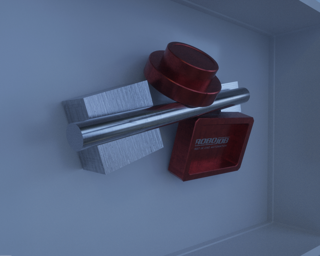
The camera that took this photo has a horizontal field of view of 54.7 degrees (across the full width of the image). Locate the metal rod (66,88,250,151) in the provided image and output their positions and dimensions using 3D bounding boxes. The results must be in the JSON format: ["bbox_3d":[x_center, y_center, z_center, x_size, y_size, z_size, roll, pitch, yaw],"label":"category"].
[{"bbox_3d":[0.028,-0.022,0.372,0.302,0.025,0.025,-16,101,-46],"label":"metal rod"}]

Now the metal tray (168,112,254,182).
[{"bbox_3d":[0.077,0.023,0.450,0.131,0.030,0.089,-2,111,-41],"label":"metal tray"}]

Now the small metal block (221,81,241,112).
[{"bbox_3d":[0.101,-0.046,0.491,0.050,0.025,0.050,-15,100,-39],"label":"small metal block"}]

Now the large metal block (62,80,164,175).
[{"bbox_3d":[-0.051,-0.003,0.346,0.081,0.050,0.079,-23,105,-38],"label":"large metal block"}]

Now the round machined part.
[{"bbox_3d":[0.033,-0.072,0.384,0.099,0.098,0.042,-6,135,-40],"label":"round machined part"}]
